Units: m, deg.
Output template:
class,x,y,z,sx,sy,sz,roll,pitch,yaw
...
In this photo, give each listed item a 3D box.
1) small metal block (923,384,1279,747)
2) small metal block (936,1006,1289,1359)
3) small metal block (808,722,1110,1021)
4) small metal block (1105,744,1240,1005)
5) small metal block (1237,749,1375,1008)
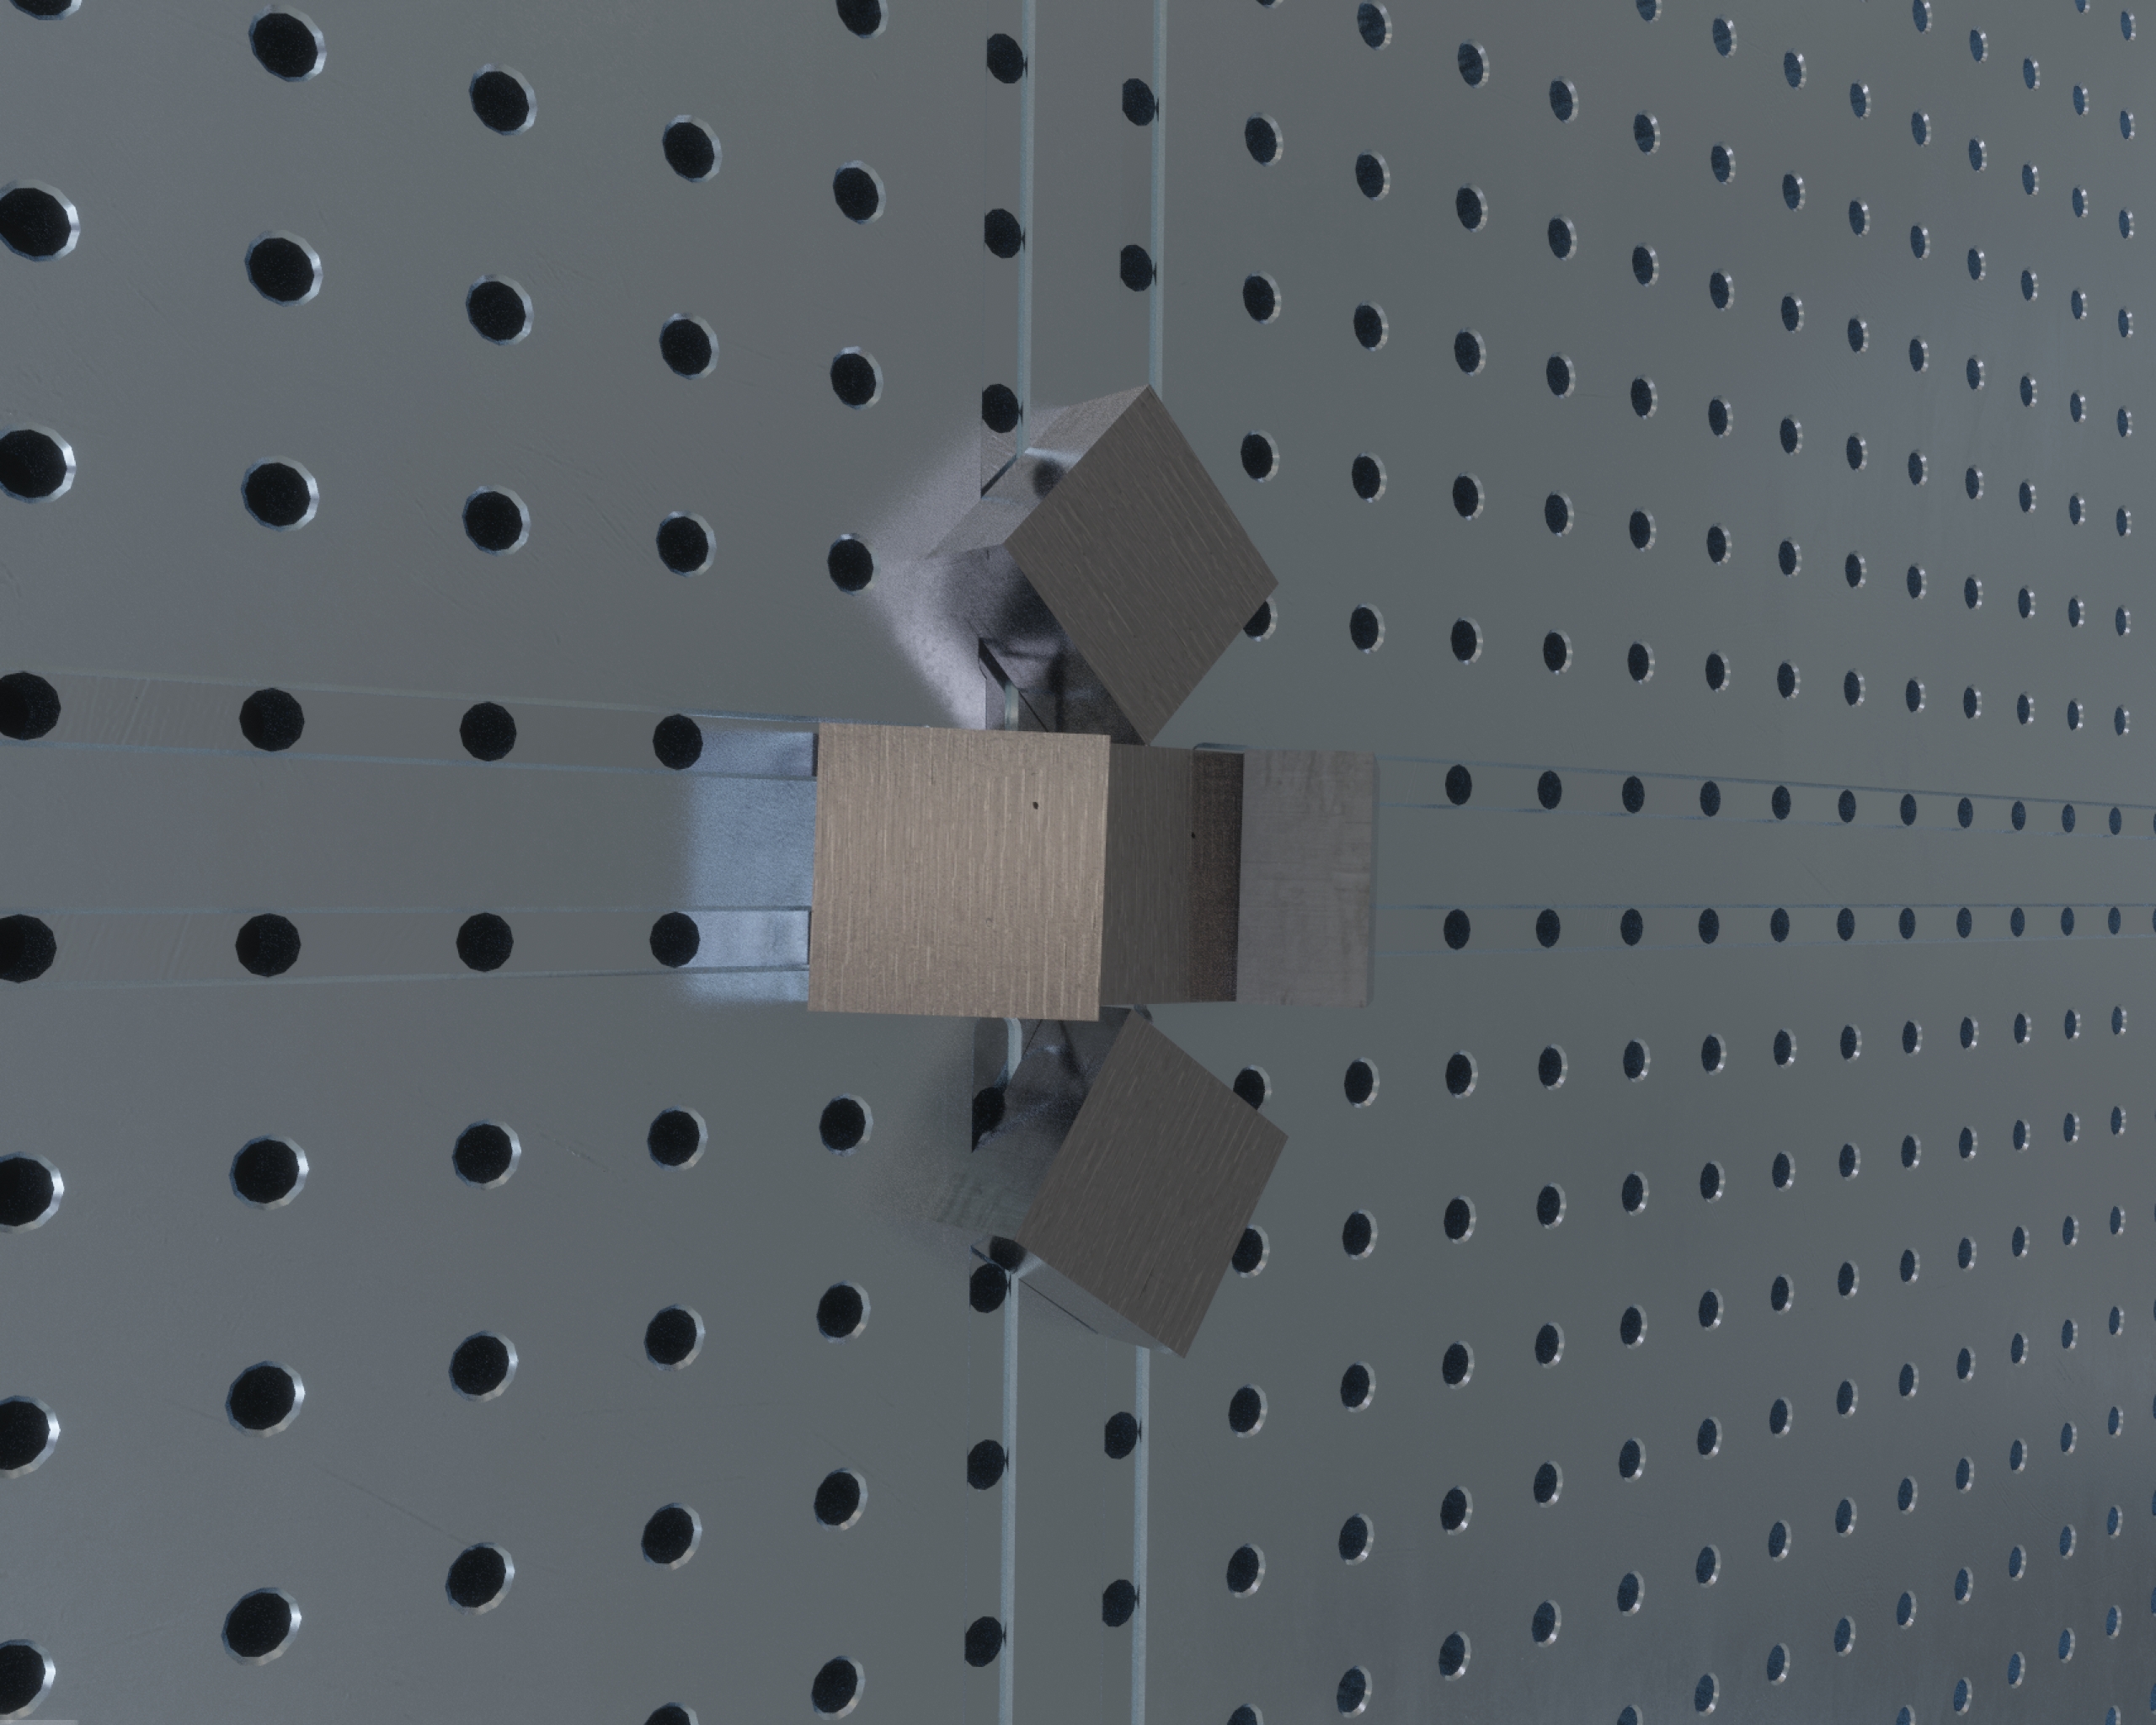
class,x,y,z,sx,sy,sz,roll,pitch,yaw
small metal block,0.006,-0.057,0.413,0.050,0.025,0.050,-52,120,-28
small metal block,0.008,0.063,0.414,0.050,0.025,0.050,41,66,-31
small metal block,-0.021,0.002,0.374,0.050,0.025,0.050,2,89,-4
small metal block,0.007,0.003,0.413,0.050,0.025,0.050,2,88,-40
small metal block,0.048,0.004,0.431,0.050,0.025,0.050,11,80,-80
